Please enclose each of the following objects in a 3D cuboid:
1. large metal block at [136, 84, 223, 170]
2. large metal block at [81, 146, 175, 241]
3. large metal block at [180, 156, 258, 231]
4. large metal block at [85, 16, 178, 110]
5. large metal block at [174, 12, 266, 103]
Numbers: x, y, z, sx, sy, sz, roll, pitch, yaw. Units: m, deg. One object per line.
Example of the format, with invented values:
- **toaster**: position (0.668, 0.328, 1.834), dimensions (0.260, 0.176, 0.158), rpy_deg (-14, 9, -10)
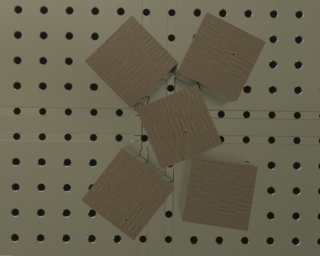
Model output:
- **large metal block**: position (0.024, -0.002, 0.400), dimensions (0.080, 0.050, 0.080), rpy_deg (-23, 90, 0)
- **large metal block**: position (-0.039, 0.080, 0.399), dimensions (0.080, 0.050, 0.080), rpy_deg (38, 90, 0)
- **large metal block**: position (0.073, 0.080, 0.401), dimensions (0.080, 0.050, 0.080), rpy_deg (9, 90, -1)
- **large metal block**: position (-0.034, -0.080, 0.400), dimensions (0.080, 0.050, 0.080), rpy_deg (-44, 90, 0)
- **large metal block**: position (0.074, -0.087, 0.400), dimensions (0.080, 0.050, 0.080), rpy_deg (26, 90, -3)
